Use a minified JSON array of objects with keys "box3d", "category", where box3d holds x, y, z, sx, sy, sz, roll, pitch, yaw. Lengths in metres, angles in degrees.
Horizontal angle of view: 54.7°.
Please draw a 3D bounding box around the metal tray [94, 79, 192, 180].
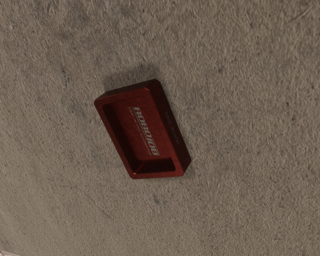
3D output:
[{"box3d":[-0.022,0.007,0.417,0.090,0.030,0.129,-10,114,32],"category":"metal tray"}]
